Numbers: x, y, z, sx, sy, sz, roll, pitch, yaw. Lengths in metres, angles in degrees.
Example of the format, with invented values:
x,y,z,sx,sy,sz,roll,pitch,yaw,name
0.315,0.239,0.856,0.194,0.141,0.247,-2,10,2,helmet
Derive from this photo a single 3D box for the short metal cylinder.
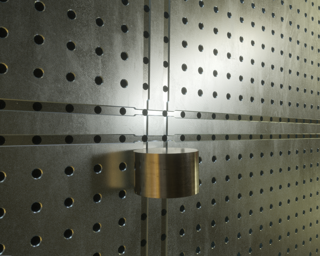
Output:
x,y,z,sx,sy,sz,roll,pitch,yaw,name
0.008,0.052,0.382,0.081,0.080,0.050,-2,91,-40,short metal cylinder
